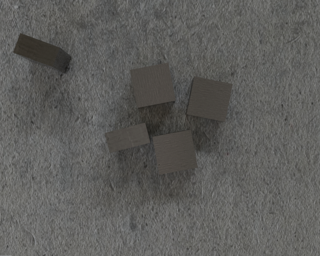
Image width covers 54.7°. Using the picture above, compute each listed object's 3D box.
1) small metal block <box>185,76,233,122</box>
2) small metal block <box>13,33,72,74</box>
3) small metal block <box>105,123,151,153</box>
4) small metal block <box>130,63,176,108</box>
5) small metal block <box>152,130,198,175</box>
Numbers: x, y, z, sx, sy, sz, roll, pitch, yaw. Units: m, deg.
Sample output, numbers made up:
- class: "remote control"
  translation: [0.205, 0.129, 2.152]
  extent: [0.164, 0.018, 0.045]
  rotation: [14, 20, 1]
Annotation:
- class: "small metal block"
  translation: [0.064, -0.037, 0.410]
  extent: [0.050, 0.025, 0.050]
  rotation: [11, 90, 0]
- class: "small metal block"
  translation: [-0.148, -0.094, 0.396]
  extent: [0.050, 0.050, 0.025]
  rotation: [20, 90, 0]
- class: "small metal block"
  translation: [-0.039, 0.012, 0.397]
  extent: [0.050, 0.050, 0.025]
  rotation: [-14, 90, 0]
- class: "small metal block"
  translation: [-0.009, -0.055, 0.410]
  extent: [0.050, 0.025, 0.050]
  rotation: [-11, 90, 0]
- class: "small metal block"
  translation: [0.019, 0.031, 0.410]
  extent: [0.050, 0.025, 0.050]
  rotation: [-10, 90, 0]
